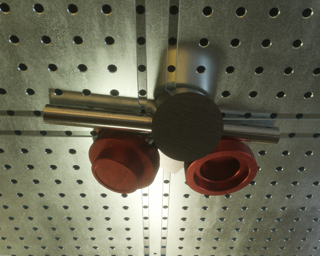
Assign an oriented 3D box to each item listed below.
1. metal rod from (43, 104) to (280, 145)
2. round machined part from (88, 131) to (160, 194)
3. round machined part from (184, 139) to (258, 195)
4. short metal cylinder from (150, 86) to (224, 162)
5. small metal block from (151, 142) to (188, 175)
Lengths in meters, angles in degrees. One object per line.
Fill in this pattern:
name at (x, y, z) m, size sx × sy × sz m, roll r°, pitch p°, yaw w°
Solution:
metal rod at (0.006, -0.004, 0.404) m, size 0.302 × 0.025 × 0.025 m, roll 5°, pitch 130°, yaw -5°
round machined part at (-0.053, 0.052, 0.423) m, size 0.098 × 0.042 × 0.097 m, roll 12°, pitch 133°, yaw 13°
round machined part at (0.083, 0.049, 0.436) m, size 0.099 × 0.042 × 0.097 m, roll -2°, pitch 133°, yaw -2°
short metal cylinder at (0.029, -0.006, 0.366) m, size 0.081 × 0.050 × 0.079 m, roll -1°, pitch 105°, yaw -3°
small metal block at (0.016, 0.033, 0.435) m, size 0.050 × 0.025 × 0.050 m, roll 29°, pitch 124°, yaw -23°
